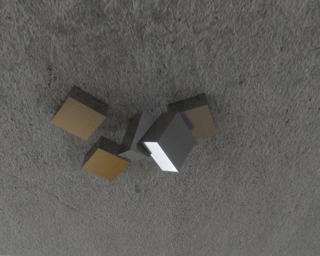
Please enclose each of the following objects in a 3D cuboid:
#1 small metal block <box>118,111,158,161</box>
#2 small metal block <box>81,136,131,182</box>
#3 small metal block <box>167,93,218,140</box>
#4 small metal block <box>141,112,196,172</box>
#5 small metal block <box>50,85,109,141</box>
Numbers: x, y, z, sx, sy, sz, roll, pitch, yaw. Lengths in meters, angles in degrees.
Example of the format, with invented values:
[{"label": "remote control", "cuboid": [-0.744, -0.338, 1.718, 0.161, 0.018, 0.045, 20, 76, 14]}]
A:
[{"label": "small metal block", "cuboid": [-0.026, 0.012, 0.388, 0.025, 0.050, 0.050, 23, 160, -19]}, {"label": "small metal block", "cuboid": [-0.076, 0.045, 0.445, 0.050, 0.025, 0.050, 29, 124, -23]}, {"label": "small metal block", "cuboid": [0.042, -0.011, 0.398, 0.050, 0.025, 0.050, -16, 129, 13]}, {"label": "small metal block", "cuboid": [0.012, 0.016, 0.369, 0.025, 0.050, 0.050, -2, 133, 43]}, {"label": "small metal block", "cuboid": [-0.101, -0.018, 0.391, 0.050, 0.025, 0.050, 31, 124, -24]}]
